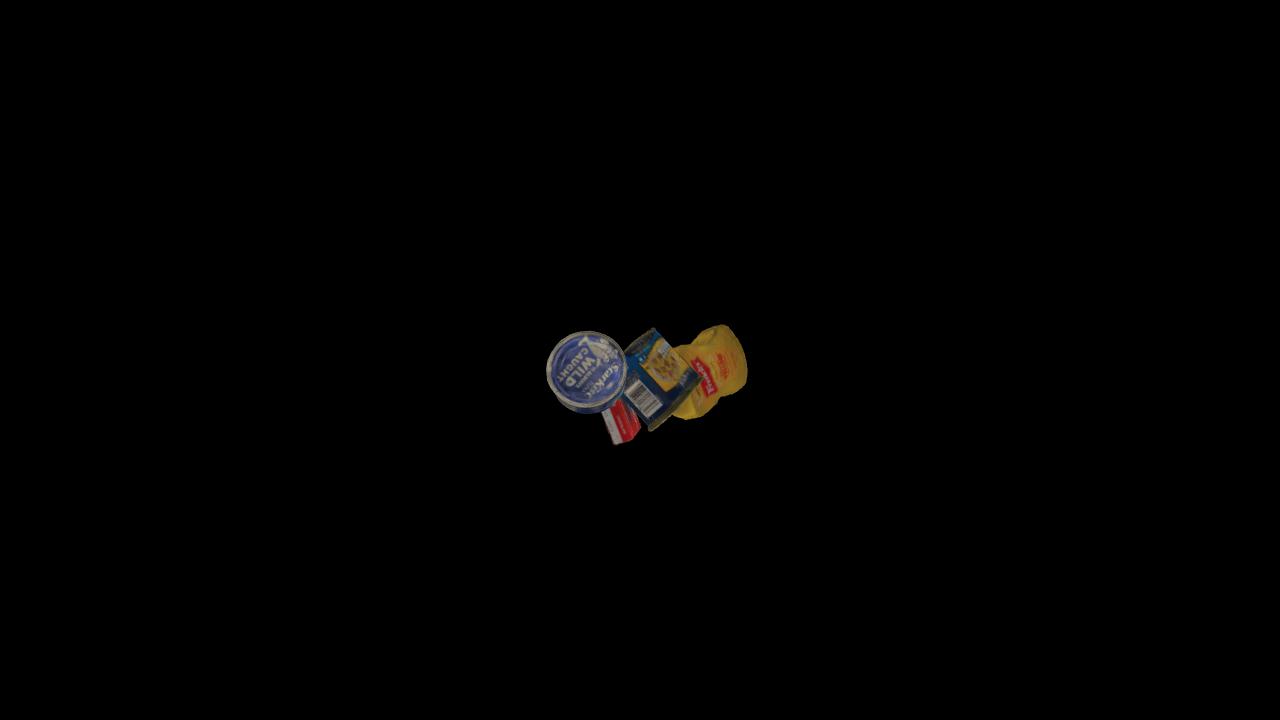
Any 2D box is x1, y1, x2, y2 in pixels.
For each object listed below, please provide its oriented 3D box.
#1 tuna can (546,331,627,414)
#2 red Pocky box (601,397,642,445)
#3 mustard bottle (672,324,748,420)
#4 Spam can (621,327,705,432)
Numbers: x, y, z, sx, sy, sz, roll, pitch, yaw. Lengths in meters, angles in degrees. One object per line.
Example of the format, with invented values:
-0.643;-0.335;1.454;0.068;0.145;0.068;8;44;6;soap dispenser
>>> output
-0.055;0.014;0.650;0.084;0.084;0.034;0;-20;1;tuna can
-0.028;0.057;0.766;0.028;0.083;0.155;-22;-3;3;red Pocky box
0.063;0.023;0.749;0.054;0.092;0.184;-5;15;40;mustard bottle
0.014;0.019;0.689;0.058;0.085;0.101;-44;-2;30;Spam can
